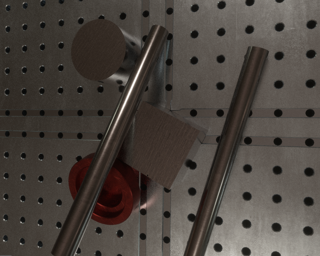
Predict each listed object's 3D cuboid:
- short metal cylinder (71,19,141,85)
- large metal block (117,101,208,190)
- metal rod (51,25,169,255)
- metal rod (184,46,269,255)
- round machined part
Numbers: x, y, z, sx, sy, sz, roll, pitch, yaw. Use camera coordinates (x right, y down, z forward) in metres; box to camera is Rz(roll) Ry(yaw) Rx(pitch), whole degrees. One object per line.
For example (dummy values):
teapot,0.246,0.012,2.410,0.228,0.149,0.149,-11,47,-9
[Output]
short metal cylinder,-0.072,-0.101,0.424,0.080,0.050,0.079,0,90,19
large metal block,0.004,0.020,0.397,0.080,0.050,0.080,29,99,17
metal rod,-0.053,0.005,0.375,0.025,0.025,0.299,16,74,19
metal rod,0.077,0.049,0.385,0.025,0.025,0.298,18,96,19
round machined part,-0.070,0.077,0.417,0.098,0.042,0.097,9,113,22
